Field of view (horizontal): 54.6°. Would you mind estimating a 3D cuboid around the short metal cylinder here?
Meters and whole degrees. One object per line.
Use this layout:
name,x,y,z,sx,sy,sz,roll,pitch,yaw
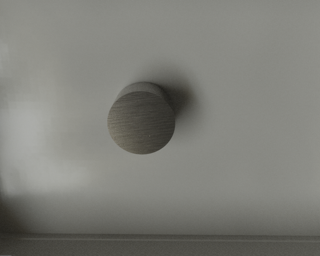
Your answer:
short metal cylinder,-0.022,-0.013,0.390,0.080,0.050,0.079,0,110,0
